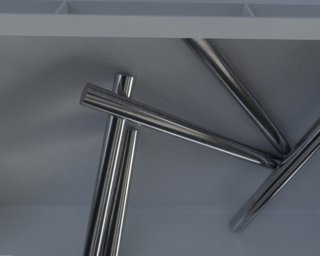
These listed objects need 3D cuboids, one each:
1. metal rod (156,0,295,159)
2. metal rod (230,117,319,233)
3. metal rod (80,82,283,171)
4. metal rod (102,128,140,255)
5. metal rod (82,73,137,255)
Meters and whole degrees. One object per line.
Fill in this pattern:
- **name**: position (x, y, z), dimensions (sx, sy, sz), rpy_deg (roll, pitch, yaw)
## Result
- **metal rod**: position (0.104, -0.037, 0.377), dimensions (0.025, 0.025, 0.300), rpy_deg (-33, 123, 25)
- **metal rod**: position (0.177, 0.050, 0.418), dimensions (0.025, 0.025, 0.298), rpy_deg (16, 127, -13)
- **metal rod**: position (0.048, 0.009, 0.390), dimensions (0.302, 0.025, 0.025), rpy_deg (19, 128, -26)
- **metal rod**: position (-0.064, 0.147, 0.429), dimensions (0.025, 0.025, 0.298), rpy_deg (9, 96, -8)
- **metal rod**: position (-0.072, 0.078, 0.398), dimensions (0.025, 0.025, 0.298), rpy_deg (11, 106, -9)
